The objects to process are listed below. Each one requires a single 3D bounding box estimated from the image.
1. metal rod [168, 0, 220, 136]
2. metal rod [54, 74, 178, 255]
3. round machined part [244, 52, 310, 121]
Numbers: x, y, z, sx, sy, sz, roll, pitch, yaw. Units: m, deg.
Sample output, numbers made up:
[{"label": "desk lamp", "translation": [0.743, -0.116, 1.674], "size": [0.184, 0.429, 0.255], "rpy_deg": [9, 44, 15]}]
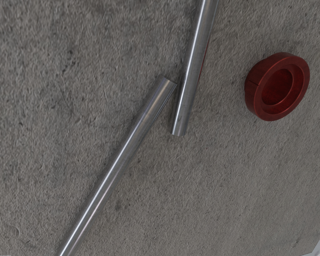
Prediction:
[{"label": "metal rod", "translation": [0.051, -0.126, 0.356], "size": [0.025, 0.025, 0.298], "rpy_deg": [-3, 120, -27]}, {"label": "metal rod", "translation": [-0.065, 0.064, 0.411], "size": [0.025, 0.025, 0.299], "rpy_deg": [21, 107, -36]}, {"label": "round machined part", "translation": [0.162, -0.062, 0.446], "size": [0.099, 0.042, 0.097], "rpy_deg": [-14, 124, -21]}]
